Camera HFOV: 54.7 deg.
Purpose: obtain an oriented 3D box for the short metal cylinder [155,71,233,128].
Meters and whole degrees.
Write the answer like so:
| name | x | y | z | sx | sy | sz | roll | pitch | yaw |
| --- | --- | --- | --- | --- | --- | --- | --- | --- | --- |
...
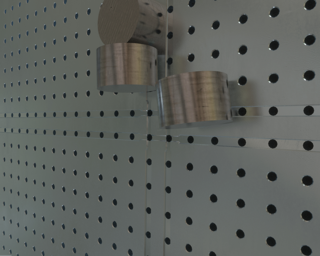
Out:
| name | x | y | z | sx | sy | sz | roll | pitch | yaw |
| --- | --- | --- | --- | --- | --- | --- | --- | --- | --- |
| short metal cylinder | 0.037 | -0.028 | 0.343 | 0.080 | 0.081 | 0.050 | -9 | 84 | 39 |

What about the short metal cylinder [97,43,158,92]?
| name | x | y | z | sx | sy | sz | roll | pitch | yaw |
| --- | --- | --- | --- | --- | --- | --- | --- | --- | --- |
| short metal cylinder | -0.043 | -0.076 | 0.409 | 0.080 | 0.081 | 0.050 | -2 | 89 | 40 |

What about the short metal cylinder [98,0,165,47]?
| name | x | y | z | sx | sy | sz | roll | pitch | yaw |
| --- | --- | --- | --- | --- | --- | --- | --- | --- | --- |
| short metal cylinder | -0.040 | -0.145 | 0.426 | 0.080 | 0.050 | 0.079 | 0 | 90 | 40 |
